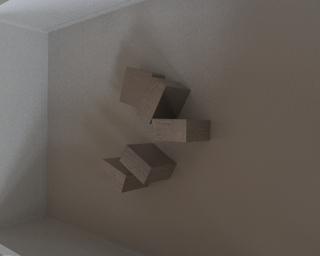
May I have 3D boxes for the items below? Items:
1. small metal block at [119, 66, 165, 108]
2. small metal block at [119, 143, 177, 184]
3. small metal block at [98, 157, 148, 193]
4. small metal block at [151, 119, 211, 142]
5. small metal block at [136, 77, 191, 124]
[{"bbox_3d":[-0.025,-0.054,0.428,0.050,0.025,0.050,22,104,38],"label":"small metal block"},{"bbox_3d":[-0.015,0.045,0.403,0.050,0.050,0.025,38,114,33],"label":"small metal block"},{"bbox_3d":[-0.048,0.063,0.431,0.050,0.050,0.025,27,107,37],"label":"small metal block"},{"bbox_3d":[0.025,0.002,0.370,0.050,0.050,0.025,2,92,40],"label":"small metal block"},{"bbox_3d":[0.005,-0.033,0.386,0.025,0.050,0.050,38,113,33],"label":"small metal block"}]
